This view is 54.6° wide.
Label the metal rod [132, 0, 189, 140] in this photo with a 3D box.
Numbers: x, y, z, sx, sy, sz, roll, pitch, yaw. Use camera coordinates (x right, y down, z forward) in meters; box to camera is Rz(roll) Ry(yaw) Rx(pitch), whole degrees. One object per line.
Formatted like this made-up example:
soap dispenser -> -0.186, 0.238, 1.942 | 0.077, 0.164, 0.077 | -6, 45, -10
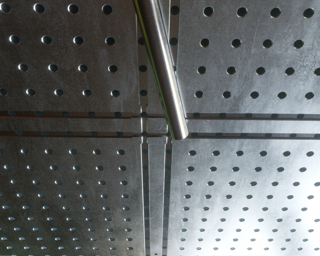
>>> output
metal rod -> -0.007, -0.103, 0.323 | 0.025, 0.025, 0.299 | -10, 130, 8
